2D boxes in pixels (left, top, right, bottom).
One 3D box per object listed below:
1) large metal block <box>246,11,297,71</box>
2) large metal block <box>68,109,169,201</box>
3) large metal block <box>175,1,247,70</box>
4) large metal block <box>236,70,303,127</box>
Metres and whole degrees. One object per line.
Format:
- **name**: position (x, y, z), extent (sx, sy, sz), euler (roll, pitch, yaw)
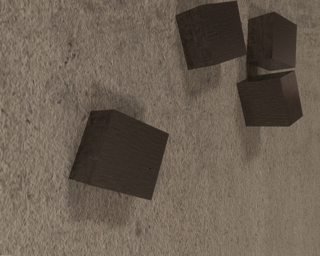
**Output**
- **large metal block**: position (0.204, -0.153, 0.562), extent (0.081, 0.050, 0.080), euler (5, 87, -40)
- **large metal block**: position (-0.045, 0.031, 0.353), extent (0.080, 0.050, 0.080), euler (25, 74, -38)
- **large metal block**: position (0.077, -0.136, 0.455), extent (0.081, 0.050, 0.080), euler (-24, 106, -38)
- **large metal block**: position (0.187, -0.049, 0.529), extent (0.050, 0.080, 0.080), euler (-27, 107, -37)
